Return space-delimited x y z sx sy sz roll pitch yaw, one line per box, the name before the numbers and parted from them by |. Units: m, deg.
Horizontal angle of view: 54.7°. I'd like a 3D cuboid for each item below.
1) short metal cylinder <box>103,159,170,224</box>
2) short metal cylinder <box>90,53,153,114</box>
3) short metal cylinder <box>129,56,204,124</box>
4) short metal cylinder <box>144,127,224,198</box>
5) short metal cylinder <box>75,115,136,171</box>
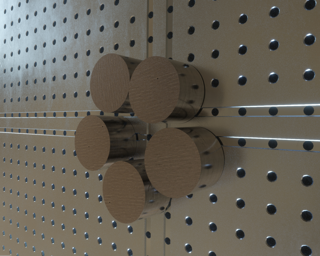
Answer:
short metal cylinder | -0.032 0.083 0.418 0.080 0.050 0.080 0 89 40
short metal cylinder | -0.053 -0.061 0.436 0.080 0.050 0.079 0 90 39
short metal cylinder | 0.007 -0.045 0.386 0.080 0.050 0.079 0 91 40
short metal cylinder | 0.028 0.039 0.369 0.080 0.050 0.079 1 92 39
short metal cylinder | -0.082 0.021 0.460 0.080 0.050 0.079 0 91 40
